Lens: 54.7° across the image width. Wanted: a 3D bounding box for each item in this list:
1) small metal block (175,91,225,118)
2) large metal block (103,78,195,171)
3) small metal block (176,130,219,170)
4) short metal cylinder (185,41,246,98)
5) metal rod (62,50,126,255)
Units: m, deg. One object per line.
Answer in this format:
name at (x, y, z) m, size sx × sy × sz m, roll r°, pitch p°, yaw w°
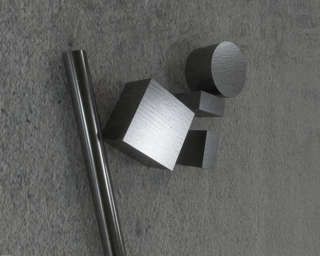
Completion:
small metal block at (0.055, -0.032, 0.437) m, size 0.050 × 0.050 × 0.025 m, roll 13°, pitch 82°, yaw -40°
large metal block at (-0.013, -0.003, 0.379) m, size 0.080 × 0.050 × 0.080 m, roll 36°, pitch 68°, yaw -35°
small metal block at (0.052, 0.030, 0.435) m, size 0.025 × 0.050 × 0.050 m, roll 15°, pitch 80°, yaw -40°
short metal cylinder at (0.084, -0.083, 0.461) m, size 0.081 × 0.050 × 0.079 m, roll 0°, pitch 90°, yaw -40°
metal rod at (-0.067, 0.065, 0.350) m, size 0.025 × 0.025 × 0.298 m, roll -16°, pitch 101°, yaw -39°
